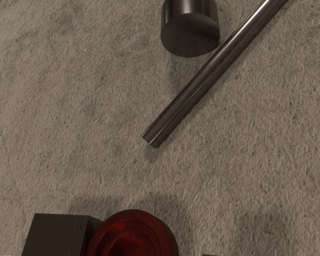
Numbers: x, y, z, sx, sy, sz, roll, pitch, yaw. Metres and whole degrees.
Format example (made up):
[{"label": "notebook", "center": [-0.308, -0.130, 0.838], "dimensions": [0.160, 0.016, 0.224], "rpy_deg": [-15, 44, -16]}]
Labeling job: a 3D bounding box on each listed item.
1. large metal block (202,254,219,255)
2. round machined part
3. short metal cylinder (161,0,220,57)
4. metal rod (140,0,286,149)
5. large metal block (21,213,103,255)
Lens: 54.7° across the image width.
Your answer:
[{"label": "large metal block", "center": [0.066, 0.150, 0.242], "dimensions": [0.050, 0.080, 0.080], "rpy_deg": [-4, 60, 26]}, {"label": "round machined part", "center": [-0.025, 0.138, 0.320], "dimensions": [0.098, 0.042, 0.098], "rpy_deg": [-13, 56, 20]}, {"label": "short metal cylinder", "center": [0.042, -0.146, 0.435], "dimensions": [0.080, 0.080, 0.050], "rpy_deg": [-12, 57, 21]}, {"label": "metal rod", "center": [0.083, -0.093, 0.416], "dimensions": [0.300, 0.025, 0.025], "rpy_deg": [-48, 52, -6]}, {"label": "large metal block", "center": [-0.108, 0.145, 0.354], "dimensions": [0.080, 0.050, 0.080], "rpy_deg": [-5, 59, 25]}]
